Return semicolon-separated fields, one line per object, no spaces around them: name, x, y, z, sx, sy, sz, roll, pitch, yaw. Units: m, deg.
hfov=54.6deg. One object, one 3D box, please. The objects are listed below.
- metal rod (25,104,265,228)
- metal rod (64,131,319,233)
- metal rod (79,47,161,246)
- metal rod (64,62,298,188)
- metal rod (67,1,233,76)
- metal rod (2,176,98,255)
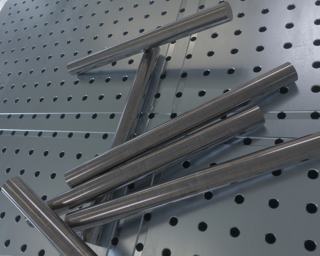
metal rod;-0.021;0.047;0.368;0.301;0.025;0.025;-25;53;4
metal rod;0.036;0.061;0.335;0.301;0.025;0.025;-20;54;10
metal rod;-0.049;0.006;0.431;0.025;0.025;0.300;2;62;29
metal rod;0.022;-0.001;0.378;0.301;0.025;0.025;-26;52;4
metal rod;-0.035;-0.127;0.474;0.300;0.025;0.025;-10;57;34
metal rod;-0.064;0.145;0.310;0.300;0.025;0.025;34;81;24
